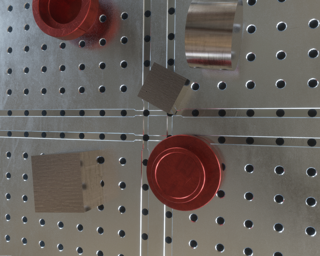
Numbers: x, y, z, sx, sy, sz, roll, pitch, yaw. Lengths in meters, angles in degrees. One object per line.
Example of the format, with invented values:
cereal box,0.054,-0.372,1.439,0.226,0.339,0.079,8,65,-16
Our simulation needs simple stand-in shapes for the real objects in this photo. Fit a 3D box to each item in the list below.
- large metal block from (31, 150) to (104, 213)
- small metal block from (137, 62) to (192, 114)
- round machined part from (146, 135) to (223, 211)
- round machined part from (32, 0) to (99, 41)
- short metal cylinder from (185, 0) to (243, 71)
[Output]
large metal block,-0.132,0.075,0.446,0.080,0.050,0.080,-5,88,20
small metal block,0.006,-0.052,0.410,0.050,0.025,0.050,30,100,17
round machined part,0.028,0.057,0.394,0.098,0.042,0.097,0,90,20
round machined part,-0.131,-0.176,0.450,0.098,0.042,0.097,0,90,20
short metal cylinder,0.065,-0.108,0.360,0.050,0.080,0.079,8,93,20
